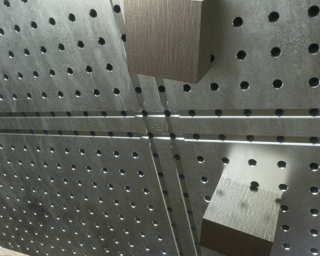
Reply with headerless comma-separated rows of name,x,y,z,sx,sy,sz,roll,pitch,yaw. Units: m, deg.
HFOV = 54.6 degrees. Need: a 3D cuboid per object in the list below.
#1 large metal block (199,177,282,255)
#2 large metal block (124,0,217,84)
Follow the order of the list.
large metal block,0.103,0.117,0.394,0.080,0.080,0.050,14,124,20
large metal block,0.011,-0.099,0.328,0.080,0.050,0.080,13,124,21
